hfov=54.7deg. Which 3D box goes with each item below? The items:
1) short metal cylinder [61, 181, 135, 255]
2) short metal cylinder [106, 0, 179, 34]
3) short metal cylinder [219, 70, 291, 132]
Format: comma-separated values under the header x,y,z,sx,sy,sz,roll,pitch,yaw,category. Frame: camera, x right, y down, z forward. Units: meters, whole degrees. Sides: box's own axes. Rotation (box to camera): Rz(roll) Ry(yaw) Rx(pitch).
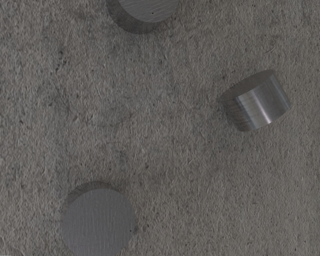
x,y,z,sx,sy,sz,roll,pitch,yaw,category
-0.075,0.107,0.368,0.081,0.050,0.080,0,90,-20,short metal cylinder
-0.022,-0.164,0.387,0.081,0.050,0.080,0,90,-20,short metal cylinder
0.130,-0.038,0.427,0.080,0.080,0.050,-36,102,-16,short metal cylinder
